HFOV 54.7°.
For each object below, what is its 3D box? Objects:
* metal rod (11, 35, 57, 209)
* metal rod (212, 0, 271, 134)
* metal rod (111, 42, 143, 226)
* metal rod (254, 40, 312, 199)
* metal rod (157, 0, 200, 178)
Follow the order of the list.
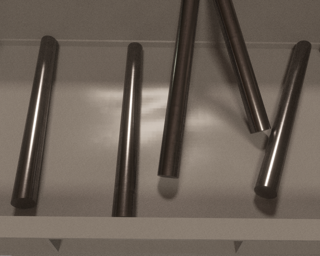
[{"bbox_3d":[-0.168,-0.032,0.429,0.025,0.025,0.300,-6,50,-5],"label":"metal rod"},{"bbox_3d":[0.097,-0.139,0.427,0.025,0.025,0.298,-13,82,-11],"label":"metal rod"},{"bbox_3d":[-0.040,-0.018,0.419,0.025,0.025,0.300,0,50,-1],"label":"metal rod"},{"bbox_3d":[0.180,-0.033,0.434,0.025,0.025,0.301,19,52,15],"label":"metal rod"},{"bbox_3d":[0.029,-0.086,0.400,0.025,0.025,0.299,7,74,5],"label":"metal rod"}]
